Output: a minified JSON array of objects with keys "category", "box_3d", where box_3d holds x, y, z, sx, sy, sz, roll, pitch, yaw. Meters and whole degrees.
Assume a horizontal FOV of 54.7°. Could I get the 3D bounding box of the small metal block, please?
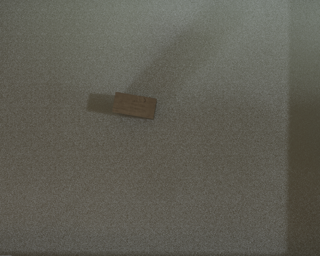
[{"category":"small metal block","box_3d":[-0.031,-0.028,0.399,0.050,0.050,0.025,10,90,-1]}]
